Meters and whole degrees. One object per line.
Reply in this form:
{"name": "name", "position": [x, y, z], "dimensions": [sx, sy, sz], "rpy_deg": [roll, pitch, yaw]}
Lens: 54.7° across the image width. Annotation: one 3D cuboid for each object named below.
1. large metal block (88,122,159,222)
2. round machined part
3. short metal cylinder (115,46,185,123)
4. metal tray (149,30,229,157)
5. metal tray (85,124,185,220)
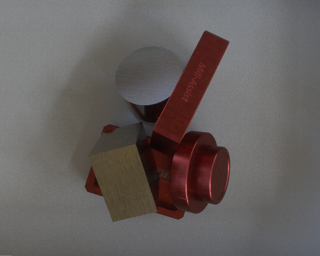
{"name": "large metal block", "position": [-0.037, 0.047, 0.359], "dimensions": [0.050, 0.080, 0.080], "rpy_deg": [-15, 106, 6]}
{"name": "round machined part", "position": [0.053, 0.054, 0.371], "dimensions": [0.042, 0.098, 0.097], "rpy_deg": [6, 90, 30]}
{"name": "short metal cylinder", "position": [-0.009, -0.053, 0.382], "dimensions": [0.080, 0.050, 0.080], "rpy_deg": [-4, 67, 10]}
{"name": "metal tray", "position": [0.032, -0.036, 0.362], "dimensions": [0.030, 0.090, 0.130], "rpy_deg": [27, 74, 3]}
{"name": "metal tray", "position": [-0.021, 0.056, 0.406], "dimensions": [0.131, 0.030, 0.090], "rpy_deg": [17, 90, 0]}
